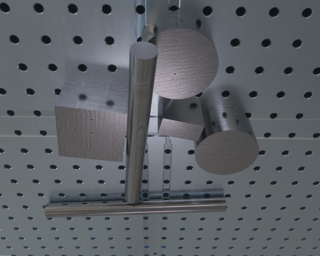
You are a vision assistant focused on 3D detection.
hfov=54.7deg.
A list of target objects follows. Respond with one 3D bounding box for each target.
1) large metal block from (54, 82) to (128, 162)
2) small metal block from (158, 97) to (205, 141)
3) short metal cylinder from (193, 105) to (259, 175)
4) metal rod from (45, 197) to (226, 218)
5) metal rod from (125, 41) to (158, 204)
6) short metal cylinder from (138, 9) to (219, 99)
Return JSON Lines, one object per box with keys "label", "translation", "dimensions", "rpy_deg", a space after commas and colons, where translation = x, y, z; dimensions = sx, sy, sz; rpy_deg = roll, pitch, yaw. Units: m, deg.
{"label": "large metal block", "translation": [-0.082, -0.006, 0.389], "dimensions": [0.081, 0.050, 0.079], "rpy_deg": [6, 130, -6]}
{"label": "small metal block", "translation": [0.025, -0.013, 0.384], "dimensions": [0.050, 0.050, 0.025], "rpy_deg": [11, 129, -9]}
{"label": "short metal cylinder", "translation": [0.085, 0.017, 0.411], "dimensions": [0.081, 0.050, 0.079], "rpy_deg": [0, 130, 0]}
{"label": "metal rod", "translation": [-0.041, 0.134, 0.525], "dimensions": [0.302, 0.025, 0.025], "rpy_deg": [-2, 130, 1]}
{"label": "metal rod", "translation": [-0.030, 0.022, 0.391], "dimensions": [0.025, 0.025, 0.298], "rpy_deg": [5, 142, -4]}
{"label": "short metal cylinder", "translation": [0.018, -0.078, 0.329], "dimensions": [0.081, 0.050, 0.079], "rpy_deg": [0, 130, 0]}
